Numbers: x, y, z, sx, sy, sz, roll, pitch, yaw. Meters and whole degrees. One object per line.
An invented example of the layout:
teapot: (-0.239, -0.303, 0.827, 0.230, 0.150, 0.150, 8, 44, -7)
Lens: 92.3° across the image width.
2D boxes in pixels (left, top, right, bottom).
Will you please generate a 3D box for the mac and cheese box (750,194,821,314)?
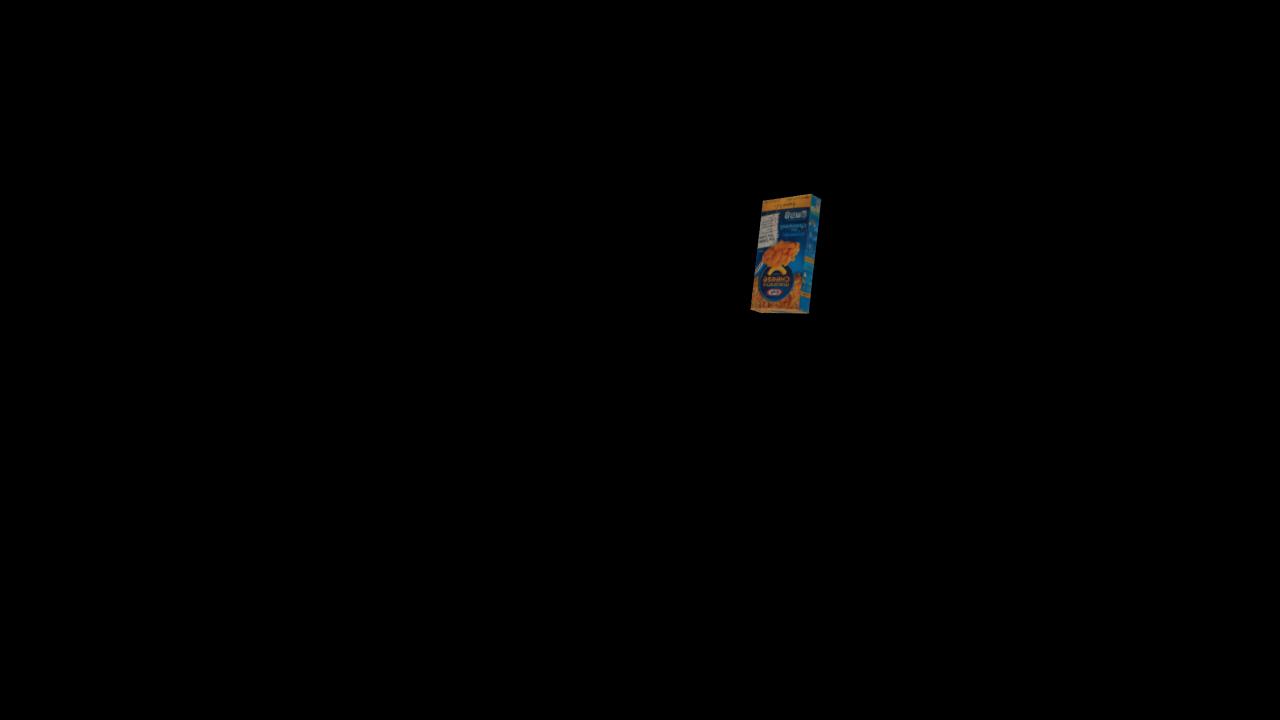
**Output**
mac and cheese box: (0.235, -0.169, 0.996, 0.093, 0.184, 0.041, 5, -2, 43)
